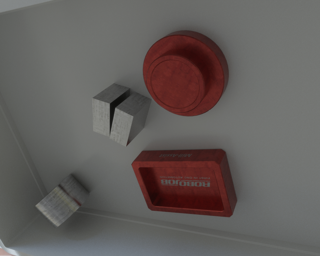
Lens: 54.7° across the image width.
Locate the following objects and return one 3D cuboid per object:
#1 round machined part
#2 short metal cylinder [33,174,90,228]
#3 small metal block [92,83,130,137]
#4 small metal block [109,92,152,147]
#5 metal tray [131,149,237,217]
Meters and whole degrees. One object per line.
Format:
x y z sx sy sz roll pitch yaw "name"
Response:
0.024 -0.056 0.349 0.098 0.042 0.097 13 124 20 "round machined part"
-0.169 0.126 0.537 0.050 0.080 0.080 48 129 -6 "short metal cylinder"
-0.064 -0.025 0.409 0.025 0.050 0.050 18 126 17 "small metal block"
-0.038 -0.012 0.404 0.025 0.050 0.050 26 128 11 "small metal block"
0.033 0.076 0.433 0.130 0.030 0.089 -4 117 29 "metal tray"
